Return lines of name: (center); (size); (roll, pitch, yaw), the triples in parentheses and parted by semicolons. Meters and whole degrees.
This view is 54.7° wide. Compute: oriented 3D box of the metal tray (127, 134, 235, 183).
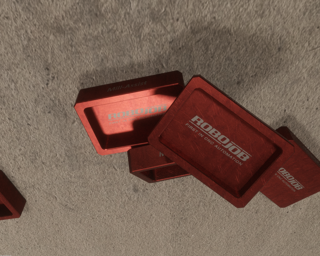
metal tray: (0.033, 0.040, 0.412); (0.131, 0.030, 0.090); (-13, 159, 10)

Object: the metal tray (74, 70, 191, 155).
metal tray: (-0.029, -0.016, 0.390); (0.131, 0.030, 0.090); (-10, 130, 8)

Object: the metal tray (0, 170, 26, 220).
metal tray: (-0.298, 0.114, 0.496); (0.131, 0.030, 0.090); (-9, 130, 7)

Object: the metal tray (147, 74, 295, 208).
metal tray: (0.064, 0.014, 0.338); (0.130, 0.030, 0.090); (36, 104, -2)

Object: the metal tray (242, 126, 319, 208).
metal tray: (0.183, 0.063, 0.461); (0.090, 0.030, 0.130); (-37, 122, 27)
